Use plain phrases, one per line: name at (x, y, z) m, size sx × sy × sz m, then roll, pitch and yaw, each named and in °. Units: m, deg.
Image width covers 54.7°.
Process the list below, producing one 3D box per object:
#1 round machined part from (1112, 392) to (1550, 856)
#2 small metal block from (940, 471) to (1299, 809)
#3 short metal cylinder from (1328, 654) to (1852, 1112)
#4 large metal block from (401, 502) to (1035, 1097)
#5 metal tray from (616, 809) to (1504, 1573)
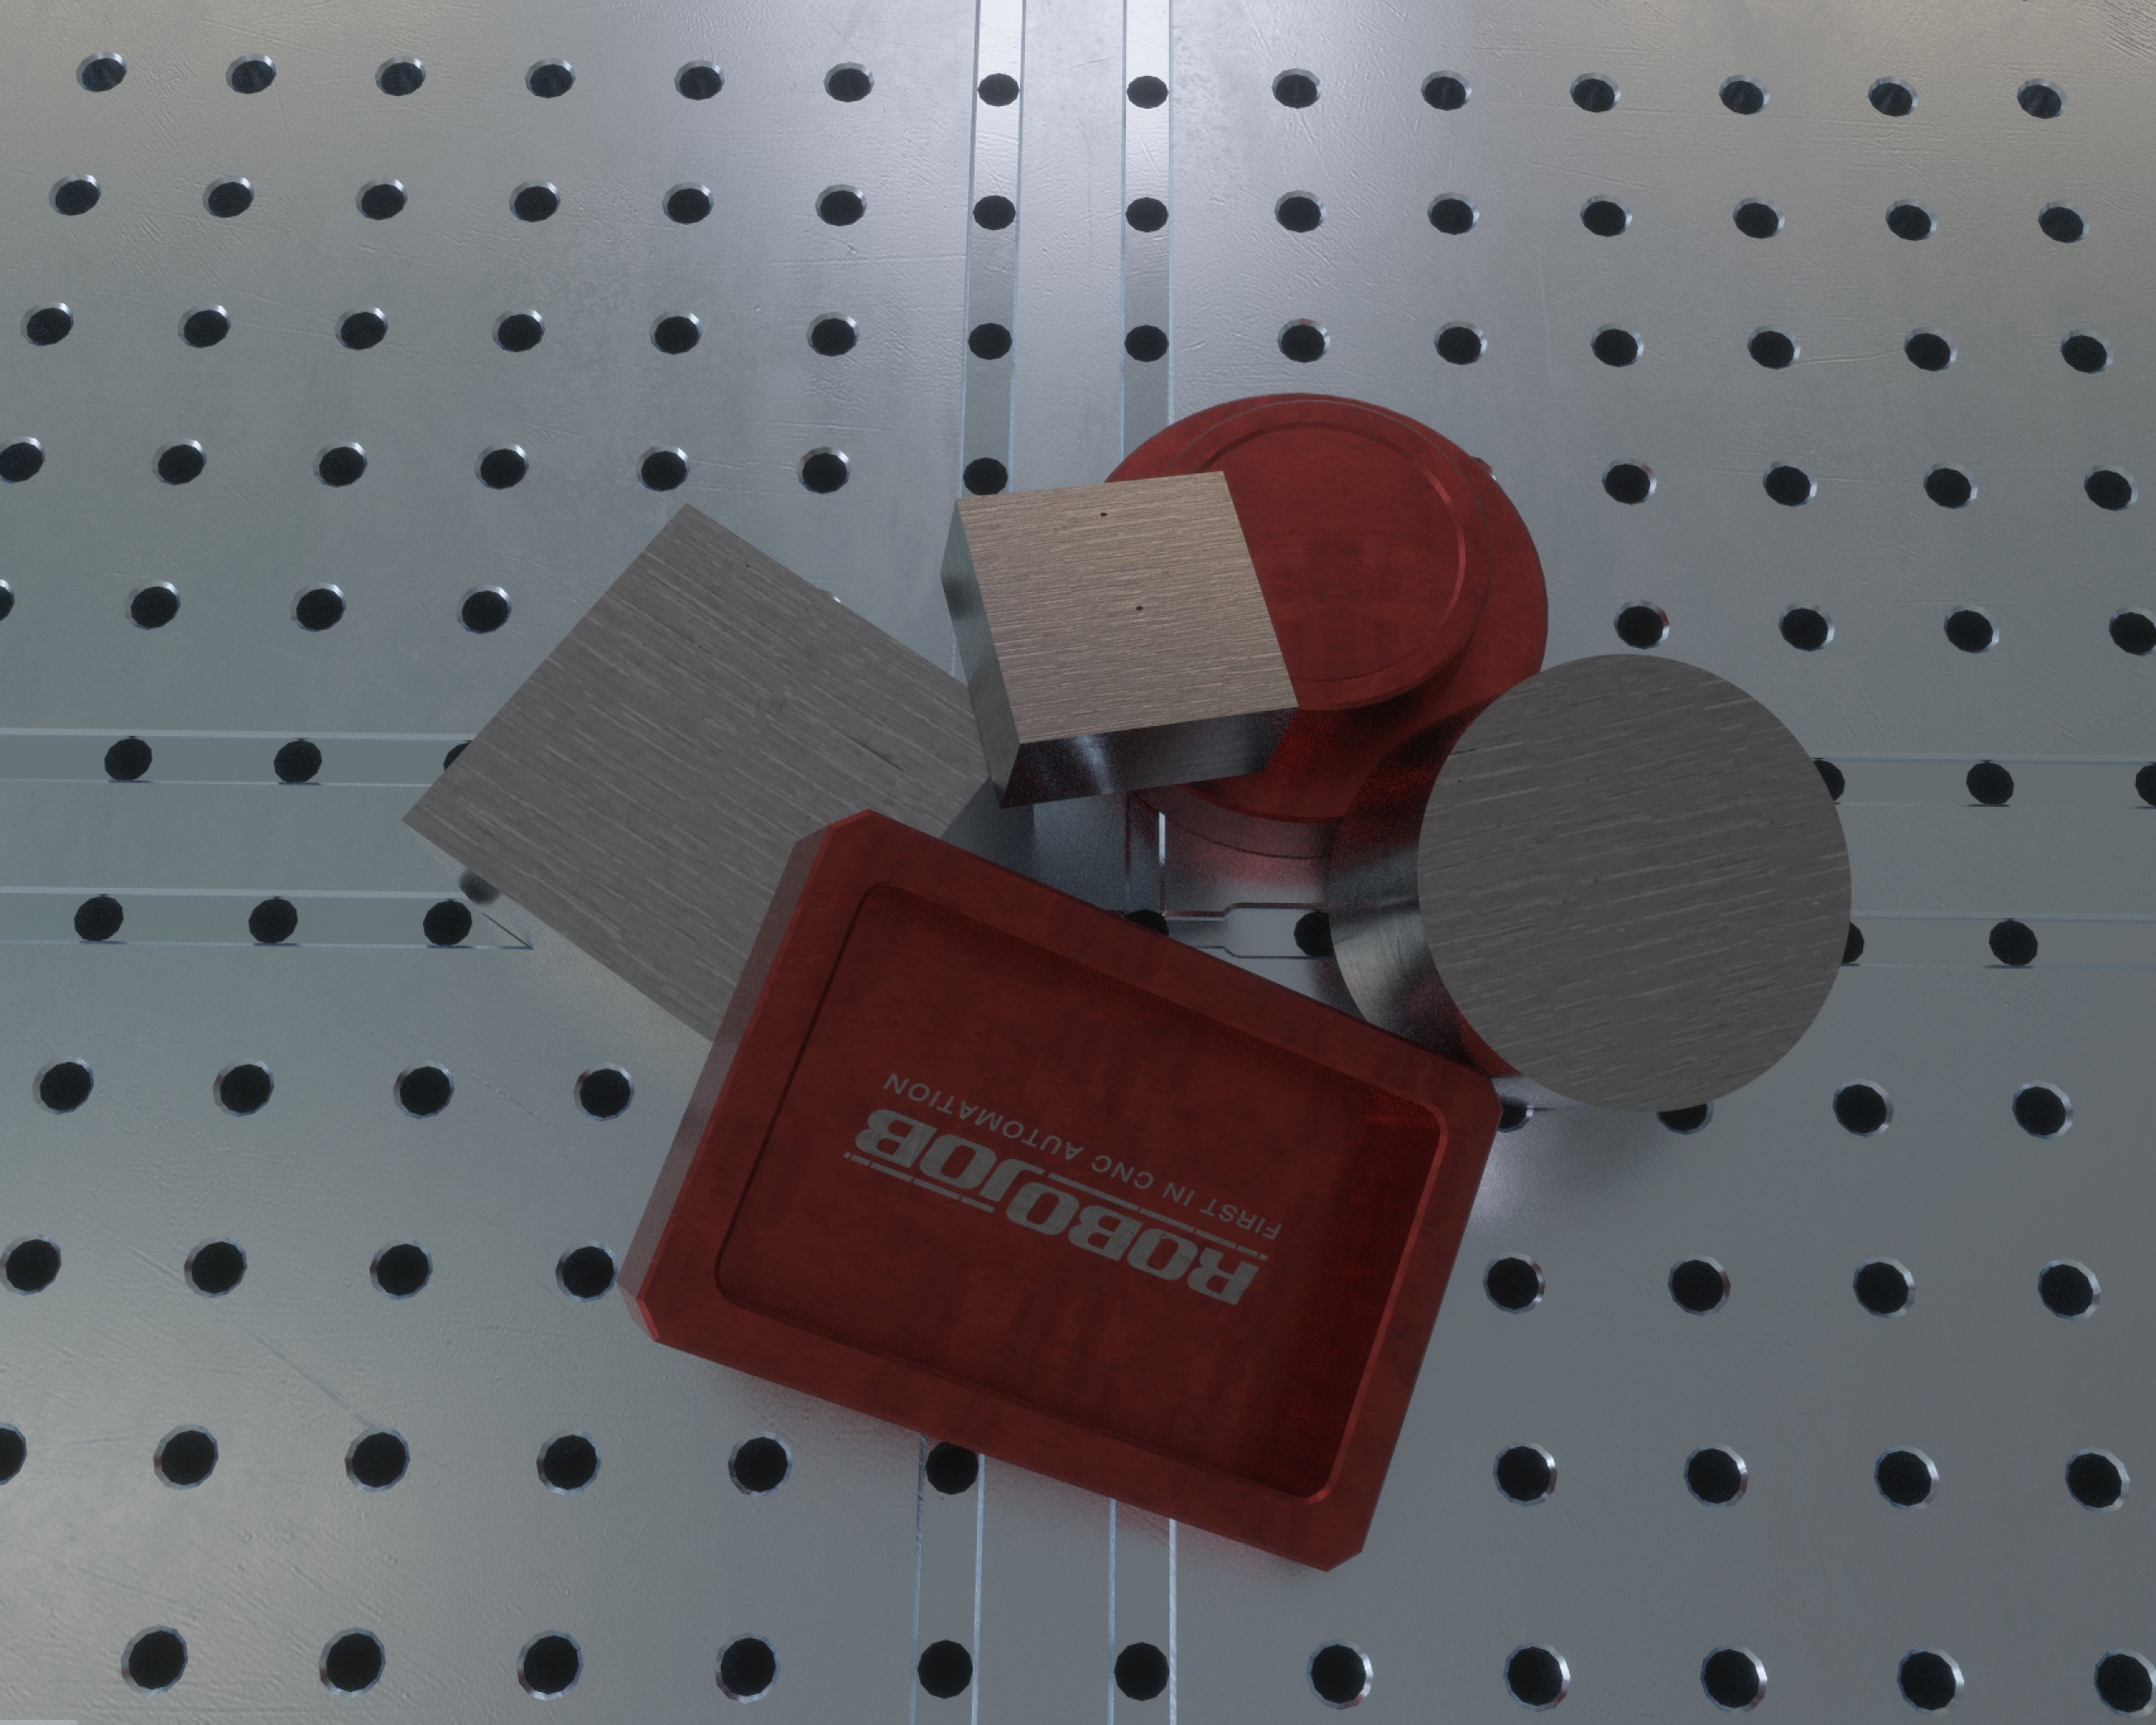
round machined part at (0.046, -0.054, 0.422) m, size 0.099 × 0.042 × 0.098 m, roll 0°, pitch 70°, yaw 0°
small metal block at (0.006, -0.041, 0.377) m, size 0.050 × 0.025 × 0.050 m, roll -9°, pitch 67°, yaw -15°
short metal cylinder at (0.092, 0.006, 0.385) m, size 0.081 × 0.050 × 0.080 m, roll 1°, pitch 84°, yaw -11°
large metal block at (-0.065, -0.008, 0.401) m, size 0.080 × 0.050 × 0.080 m, roll 34°, pitch 73°, yaw 11°
metal tray at (0.000, 0.057, 0.358) m, size 0.131 × 0.030 × 0.090 m, roll 24°, pitch 77°, yaw -15°
